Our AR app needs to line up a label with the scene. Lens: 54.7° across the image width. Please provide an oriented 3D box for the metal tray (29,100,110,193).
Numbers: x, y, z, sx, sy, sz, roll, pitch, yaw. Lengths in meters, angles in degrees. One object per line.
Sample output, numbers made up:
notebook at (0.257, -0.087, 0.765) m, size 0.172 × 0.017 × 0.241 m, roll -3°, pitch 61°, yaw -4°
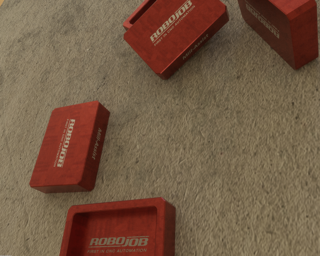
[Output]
metal tray at (-0.129, 0.027, 0.452) m, size 0.090 × 0.030 × 0.130 m, roll -7°, pitch 58°, yaw 24°

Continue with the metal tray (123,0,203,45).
metal tray at (0.011, -0.170, 0.498) m, size 0.090 × 0.030 × 0.130 m, roll -49°, pitch 52°, yaw -6°

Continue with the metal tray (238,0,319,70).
metal tray at (0.137, -0.142, 0.377) m, size 0.030 × 0.090 × 0.130 m, roll -32°, pitch 52°, yaw 8°

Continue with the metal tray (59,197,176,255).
metal tray at (-0.049, 0.130, 0.346) m, size 0.130 × 0.030 × 0.090 m, roll -11°, pitch 57°, yaw 22°

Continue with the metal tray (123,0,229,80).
metal tray at (0.022, -0.146, 0.448) m, size 0.130 × 0.030 × 0.090 m, roll -43°, pitch 70°, yaw 9°
